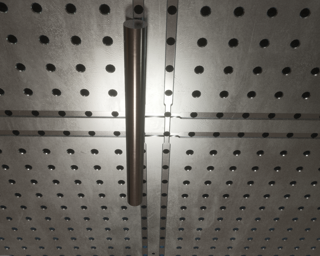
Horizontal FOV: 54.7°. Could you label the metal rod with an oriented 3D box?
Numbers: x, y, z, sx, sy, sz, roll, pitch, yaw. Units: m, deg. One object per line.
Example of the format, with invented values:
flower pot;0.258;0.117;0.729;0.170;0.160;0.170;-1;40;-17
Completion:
metal rod;-0.033;0.006;0.416;0.025;0.025;0.298;2;130;-2
